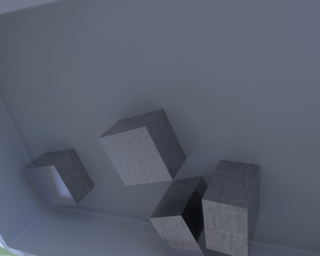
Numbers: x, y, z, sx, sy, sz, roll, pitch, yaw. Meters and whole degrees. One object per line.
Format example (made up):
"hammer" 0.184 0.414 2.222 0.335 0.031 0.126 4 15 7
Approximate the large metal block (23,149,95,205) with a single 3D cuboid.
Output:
"large metal block" -0.174 0.087 0.538 0.080 0.050 0.080 -9 114 32

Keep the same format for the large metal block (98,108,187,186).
"large metal block" -0.022 0.028 0.422 0.080 0.050 0.080 -14 112 33

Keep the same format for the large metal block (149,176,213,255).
"large metal block" 0.041 0.126 0.429 0.050 0.080 0.080 -17 109 35

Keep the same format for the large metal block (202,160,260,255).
"large metal block" 0.091 0.098 0.385 0.050 0.080 0.079 6 121 25
